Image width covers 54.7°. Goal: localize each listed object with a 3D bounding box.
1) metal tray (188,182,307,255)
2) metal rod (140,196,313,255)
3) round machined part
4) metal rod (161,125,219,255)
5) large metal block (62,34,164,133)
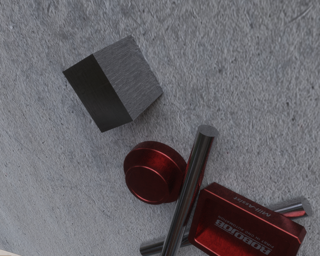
[{"bbox_3d":[0.105,0.138,0.398,0.130,0.030,0.089,24,114,31],"label":"metal tray"},{"bbox_3d":[0.075,0.156,0.462,0.299,0.025,0.025,-31,101,37],"label":"metal rod"},{"bbox_3d":[-0.010,0.071,0.443,0.098,0.042,0.097,13,124,20],"label":"round machined part"},{"bbox_3d":[0.030,0.126,0.440,0.025,0.025,0.298,22,123,15],"label":"metal rod"},{"bbox_3d":[-0.051,-0.053,0.364,0.050,0.080,0.080,-19,108,35],"label":"large metal block"}]
